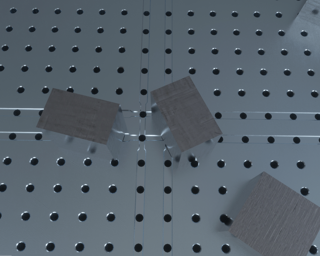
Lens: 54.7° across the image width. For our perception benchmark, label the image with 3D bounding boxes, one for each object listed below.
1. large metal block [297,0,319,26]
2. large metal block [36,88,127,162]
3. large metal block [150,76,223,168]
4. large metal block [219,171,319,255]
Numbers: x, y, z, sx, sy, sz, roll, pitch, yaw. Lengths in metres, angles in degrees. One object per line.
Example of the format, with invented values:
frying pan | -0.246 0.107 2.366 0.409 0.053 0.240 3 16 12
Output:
large metal block | 0.273 -0.200 0.475 0.080 0.050 0.080 28 72 9
large metal block | -0.091 -0.001 0.382 0.080 0.080 0.050 14 71 4
large metal block | 0.029 -0.004 0.384 0.050 0.080 0.080 -24 72 -9
large metal block | 0.129 0.110 0.360 0.080 0.050 0.080 34 73 11
